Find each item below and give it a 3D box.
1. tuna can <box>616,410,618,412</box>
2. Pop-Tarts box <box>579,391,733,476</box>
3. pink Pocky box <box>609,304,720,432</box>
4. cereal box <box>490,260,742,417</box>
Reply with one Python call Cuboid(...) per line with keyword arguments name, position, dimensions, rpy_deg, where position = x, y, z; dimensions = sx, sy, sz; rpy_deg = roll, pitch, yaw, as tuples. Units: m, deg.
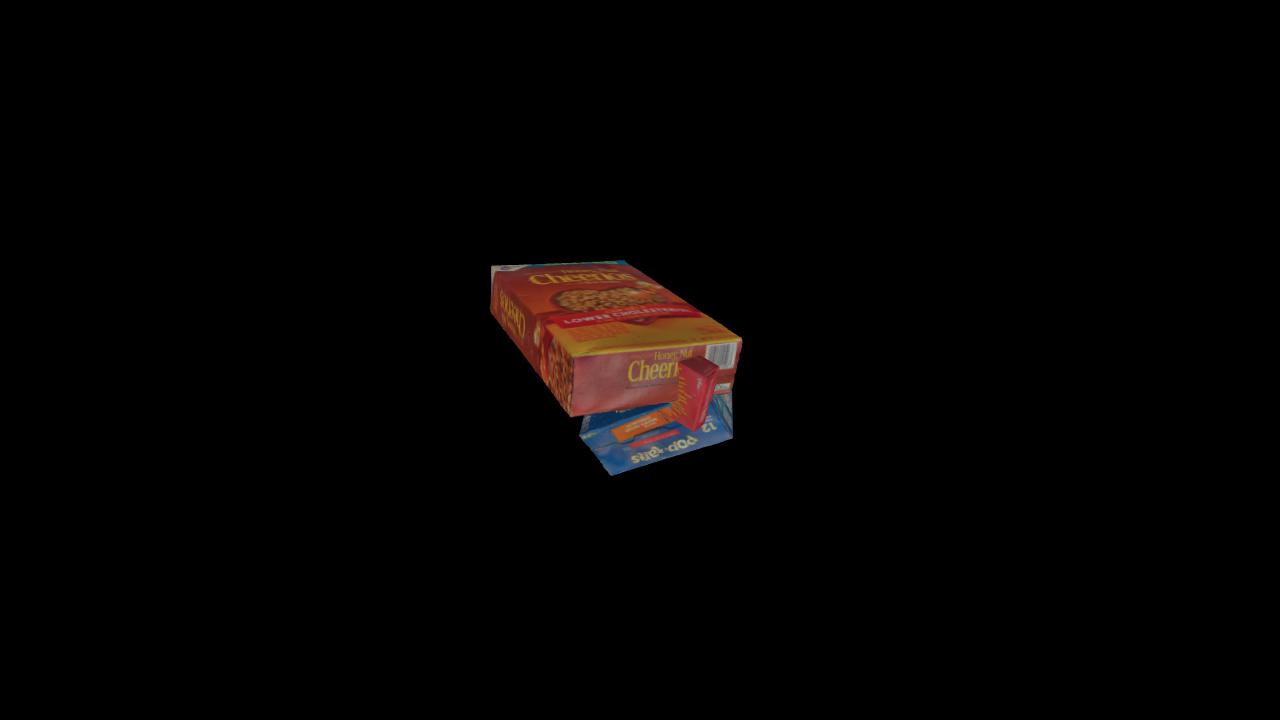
Cuboid(name="tuna can", position=(-0.011, 0.050, 0.751), dimensions=(0.034, 0.084, 0.084), rpy_deg=(-13, -1, 3))
Cuboid(name="Pop-Tarts box", position=(0.023, 0.046, 0.762), dimensions=(0.167, 0.083, 0.141), rpy_deg=(-21, 34, 23))
Cuboid(name="pink Pocky box", position=(0.012, 0.008, 0.688), dimensions=(0.155, 0.084, 0.029), rpy_deg=(31, 46, 24))
Cuboid(name="cereal box", position=(-0.047, -0.046, 0.755), dimensions=(0.203, 0.081, 0.306), rpy_deg=(-6, 28, -27))
